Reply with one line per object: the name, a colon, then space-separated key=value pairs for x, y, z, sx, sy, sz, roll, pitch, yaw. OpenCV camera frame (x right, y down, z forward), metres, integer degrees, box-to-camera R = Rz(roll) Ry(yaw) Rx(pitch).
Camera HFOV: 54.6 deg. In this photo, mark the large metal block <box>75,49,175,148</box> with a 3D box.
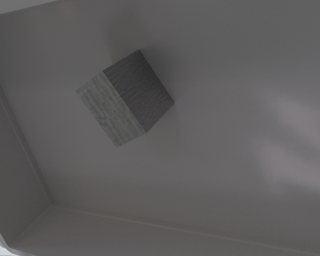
large metal block: x=-0.038 y=-0.037 z=0.371 sx=0.050 sy=0.080 sz=0.080 roll=-26 pitch=104 yaw=37
